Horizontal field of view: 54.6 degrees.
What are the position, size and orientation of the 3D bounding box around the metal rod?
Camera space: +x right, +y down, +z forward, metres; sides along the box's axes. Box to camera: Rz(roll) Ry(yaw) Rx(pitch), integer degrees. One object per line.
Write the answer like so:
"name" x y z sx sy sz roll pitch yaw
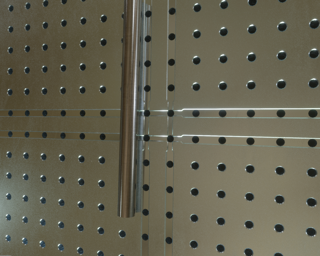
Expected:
"metal rod" -0.042 -0.029 0.427 0.025 0.025 0.298 2 91 20
